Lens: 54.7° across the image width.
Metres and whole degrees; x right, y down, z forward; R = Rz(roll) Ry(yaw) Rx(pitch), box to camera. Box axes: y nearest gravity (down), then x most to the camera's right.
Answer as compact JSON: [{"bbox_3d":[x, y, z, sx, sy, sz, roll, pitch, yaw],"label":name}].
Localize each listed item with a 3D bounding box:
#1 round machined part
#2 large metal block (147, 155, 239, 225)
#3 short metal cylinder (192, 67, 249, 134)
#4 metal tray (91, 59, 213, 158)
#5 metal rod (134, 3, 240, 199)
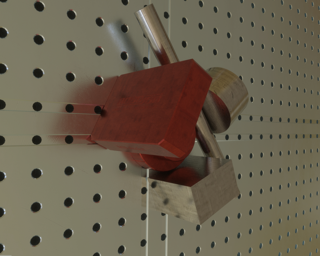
[{"bbox_3d":[0.009,0.009,0.407,0.099,0.042,0.097,0,90,-40],"label":"round machined part"},{"bbox_3d":[0.044,0.077,0.413,0.081,0.080,0.050,-25,106,-38],"label":"large metal block"},{"bbox_3d":[0.077,-0.039,0.439,0.050,0.080,0.080,-45,117,-31],"label":"short metal cylinder"},{"bbox_3d":[-0.014,-0.019,0.331,0.030,0.130,0.090,34,69,-35],"label":"metal tray"},{"bbox_3d":[0.046,-0.020,0.422,0.025,0.025,0.299,-43,116,-32],"label":"metal rod"}]
